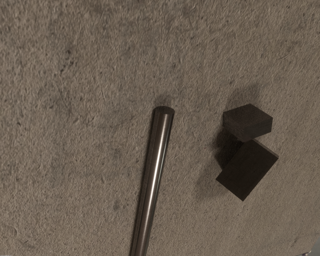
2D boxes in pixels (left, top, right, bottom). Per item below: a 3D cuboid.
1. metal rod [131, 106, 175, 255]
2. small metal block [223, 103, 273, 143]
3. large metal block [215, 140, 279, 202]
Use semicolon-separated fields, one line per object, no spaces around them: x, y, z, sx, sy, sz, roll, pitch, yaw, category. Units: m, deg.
-0.017;0.107;0.465;0.025;0.025;0.298;-5;121;-27;metal rod
0.128;-0.009;0.458;0.050;0.050;0.025;-18;125;-18;small metal block
0.139;0.061;0.484;0.080;0.050;0.080;-55;161;11;large metal block
